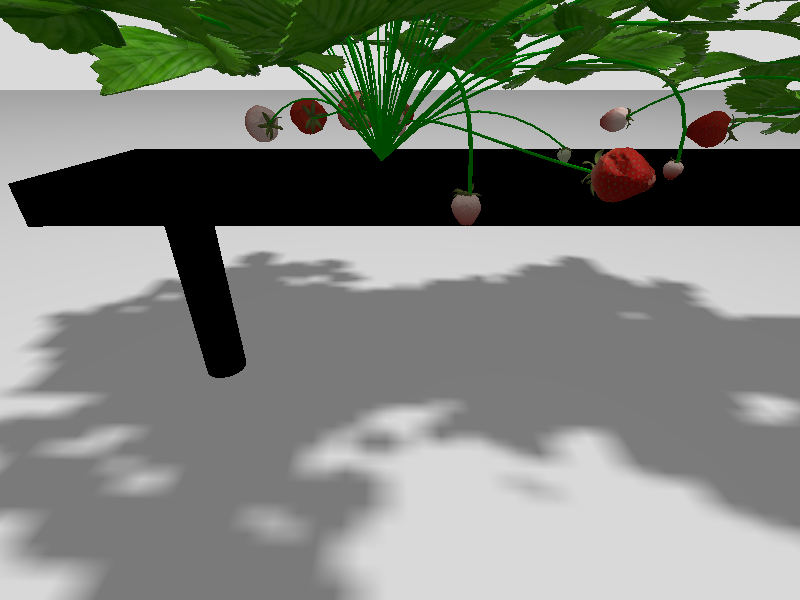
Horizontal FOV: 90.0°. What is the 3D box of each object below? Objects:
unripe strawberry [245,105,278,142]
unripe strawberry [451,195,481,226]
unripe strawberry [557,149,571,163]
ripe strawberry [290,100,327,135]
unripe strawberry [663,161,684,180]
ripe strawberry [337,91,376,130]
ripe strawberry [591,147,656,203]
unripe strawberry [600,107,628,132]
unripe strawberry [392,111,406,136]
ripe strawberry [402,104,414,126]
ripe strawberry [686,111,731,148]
[{"bbox_3d":[-0.151,-0.189,0.430,0.038,0.037,0.035,22,36,35],"label":"unripe strawberry"},{"bbox_3d":[0.029,-0.040,0.176,0.013,0.014,0.015,-7,30,-12],"label":"unripe strawberry"},{"bbox_3d":[0.133,-0.116,0.324,0.010,0.012,0.012,-9,28,10],"label":"unripe strawberry"},{"bbox_3d":[-0.110,-0.219,0.477,0.043,0.039,0.039,-15,32,-25],"label":"ripe strawberry"},{"bbox_3d":[0.177,-0.084,0.260,0.011,0.011,0.011,12,31,20],"label":"unripe strawberry"},{"bbox_3d":[-0.054,-0.239,0.506,0.052,0.045,0.052,-5,29,-9],"label":"ripe strawberry"},{"bbox_3d":[0.118,-0.065,0.212,0.029,0.029,0.032,26,38,38],"label":"ripe strawberry"},{"bbox_3d":[0.264,-0.222,0.494,0.032,0.027,0.032,-24,24,-36],"label":"unripe strawberry"},{"bbox_3d":[-0.005,-0.210,0.477,0.026,0.028,0.028,2,29,3],"label":"unripe strawberry"},{"bbox_3d":[0.007,-0.253,0.551,0.024,0.028,0.027,2,-19,4],"label":"ripe strawberry"},{"bbox_3d":[0.304,-0.169,0.397,0.035,0.034,0.032,13,32,28],"label":"ripe strawberry"}]
